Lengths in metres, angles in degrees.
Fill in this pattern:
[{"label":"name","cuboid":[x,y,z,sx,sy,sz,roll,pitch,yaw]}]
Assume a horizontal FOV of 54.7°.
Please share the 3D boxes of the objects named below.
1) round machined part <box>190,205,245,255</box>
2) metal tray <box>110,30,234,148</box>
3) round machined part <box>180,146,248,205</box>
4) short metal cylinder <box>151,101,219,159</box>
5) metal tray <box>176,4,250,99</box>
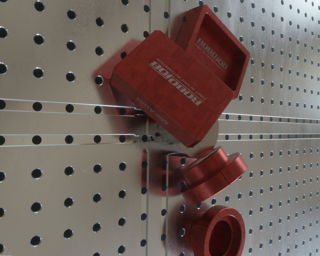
[{"label":"round machined part","cuboid":[0.084,0.166,0.471,0.099,0.042,0.097,0,90,-40]},{"label":"metal tray","cuboid":[0.017,-0.050,0.383,0.130,0.030,0.090,40,61,0]},{"label":"round machined part","cuboid":[0.068,0.060,0.427,0.099,0.098,0.042,-31,85,-36]},{"label":"short metal cylinder","cuboid":[0.035,0.000,0.425,0.081,0.050,0.079,0,90,-40]},{"label":"metal tray","cuboid":[0.083,-0.112,0.477,0.130,0.030,0.090,33,70,-36]}]
